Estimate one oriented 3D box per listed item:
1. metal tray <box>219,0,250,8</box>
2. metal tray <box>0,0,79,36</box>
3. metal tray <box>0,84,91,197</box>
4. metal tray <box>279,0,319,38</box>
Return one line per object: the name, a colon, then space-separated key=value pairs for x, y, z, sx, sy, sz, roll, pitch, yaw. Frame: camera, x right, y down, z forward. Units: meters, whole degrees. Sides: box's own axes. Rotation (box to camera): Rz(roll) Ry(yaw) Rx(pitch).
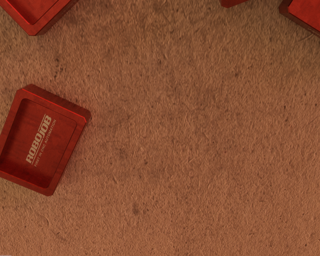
metal tray: x=0.112 y=-0.189 z=0.314 sx=0.130 sy=0.030 sz=0.090 roll=-19 pitch=76 yaw=6
metal tray: x=-0.125 y=-0.177 z=0.340 sx=0.130 sy=0.030 sz=0.090 roll=-38 pitch=106 yaw=13
metal tray: x=-0.160 y=0.018 z=0.412 sx=0.090 sy=0.030 sz=0.129 roll=26 pitch=108 yaw=-10
metal tray: x=0.218 y=-0.144 z=0.356 sx=0.131 sy=0.030 sz=0.090 roll=27 pitch=108 yaw=-10
